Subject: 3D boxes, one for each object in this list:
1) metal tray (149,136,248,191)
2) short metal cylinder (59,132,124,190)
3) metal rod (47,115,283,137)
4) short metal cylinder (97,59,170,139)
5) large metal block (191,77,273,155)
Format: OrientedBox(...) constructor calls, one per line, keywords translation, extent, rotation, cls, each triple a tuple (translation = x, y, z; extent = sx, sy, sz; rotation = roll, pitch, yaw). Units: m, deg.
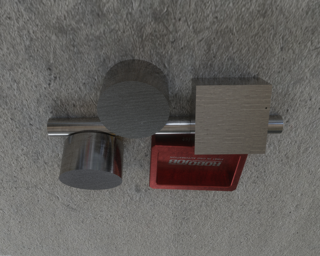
OrientedBox(translation=(0.052, 0.050, 0.447), extent=(0.131, 0.030, 0.089), rotation=(2, 130, -3), cls="metal tray")
OrientedBox(translation=(-0.090, 0.047, 0.415), extent=(0.081, 0.050, 0.080), rotation=(-1, 151, 0), cls="short metal cylinder")
OrientedBox(translation=(0.007, -0.003, 0.408), extent=(0.302, 0.025, 0.025), rotation=(-1, 130, 0), cls="metal rod")
OrientedBox(translation=(-0.029, -0.034, 0.363), extent=(0.081, 0.050, 0.079), rotation=(0, 130, 0), cls="short metal cylinder")
OrientedBox(translation=(0.079, -0.016, 0.363), extent=(0.081, 0.050, 0.079), rotation=(-1, 109, 0), cls="large metal block")
